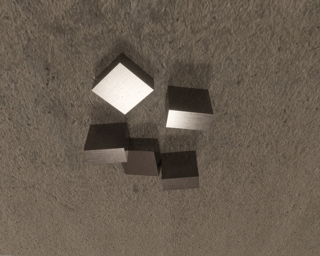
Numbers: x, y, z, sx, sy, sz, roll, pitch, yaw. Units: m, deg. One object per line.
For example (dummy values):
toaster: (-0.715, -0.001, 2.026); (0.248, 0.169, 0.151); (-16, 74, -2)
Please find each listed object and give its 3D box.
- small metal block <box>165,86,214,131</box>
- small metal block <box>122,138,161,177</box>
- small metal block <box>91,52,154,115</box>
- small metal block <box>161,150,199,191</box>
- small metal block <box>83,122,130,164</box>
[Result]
small metal block: (0.033, -0.024, 0.371); (0.050, 0.050, 0.025); (5, 130, -5)
small metal block: (-0.027, 0.041, 0.436); (0.050, 0.025, 0.050); (2, 131, 13)
small metal block: (-0.043, -0.051, 0.363); (0.050, 0.025, 0.050); (-38, 121, 27)
small metal block: (0.028, 0.060, 0.443); (0.050, 0.050, 0.025); (-5, 130, 3)
small metal block: (-0.068, 0.019, 0.406); (0.050, 0.050, 0.025); (-4, 130, 3)
